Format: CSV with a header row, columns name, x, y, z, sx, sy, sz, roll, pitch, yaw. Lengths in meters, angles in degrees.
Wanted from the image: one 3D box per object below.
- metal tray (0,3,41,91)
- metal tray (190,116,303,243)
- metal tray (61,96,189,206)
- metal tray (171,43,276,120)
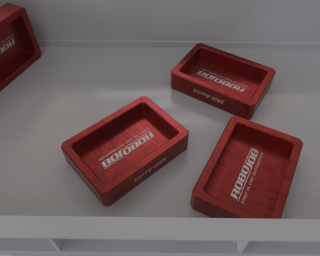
name,x,y,z,sx,sy,sz,roll,pitch,yaw
metal tray,-0.239,-0.111,0.454,0.030,0.090,0.130,20,53,16
metal tray,0.102,0.051,0.358,0.090,0.030,0.130,22,53,17
metal tray,-0.041,0.022,0.382,0.131,0.030,0.090,-34,58,-25
metal tray,0.093,-0.074,0.464,0.130,0.030,0.090,26,55,20
